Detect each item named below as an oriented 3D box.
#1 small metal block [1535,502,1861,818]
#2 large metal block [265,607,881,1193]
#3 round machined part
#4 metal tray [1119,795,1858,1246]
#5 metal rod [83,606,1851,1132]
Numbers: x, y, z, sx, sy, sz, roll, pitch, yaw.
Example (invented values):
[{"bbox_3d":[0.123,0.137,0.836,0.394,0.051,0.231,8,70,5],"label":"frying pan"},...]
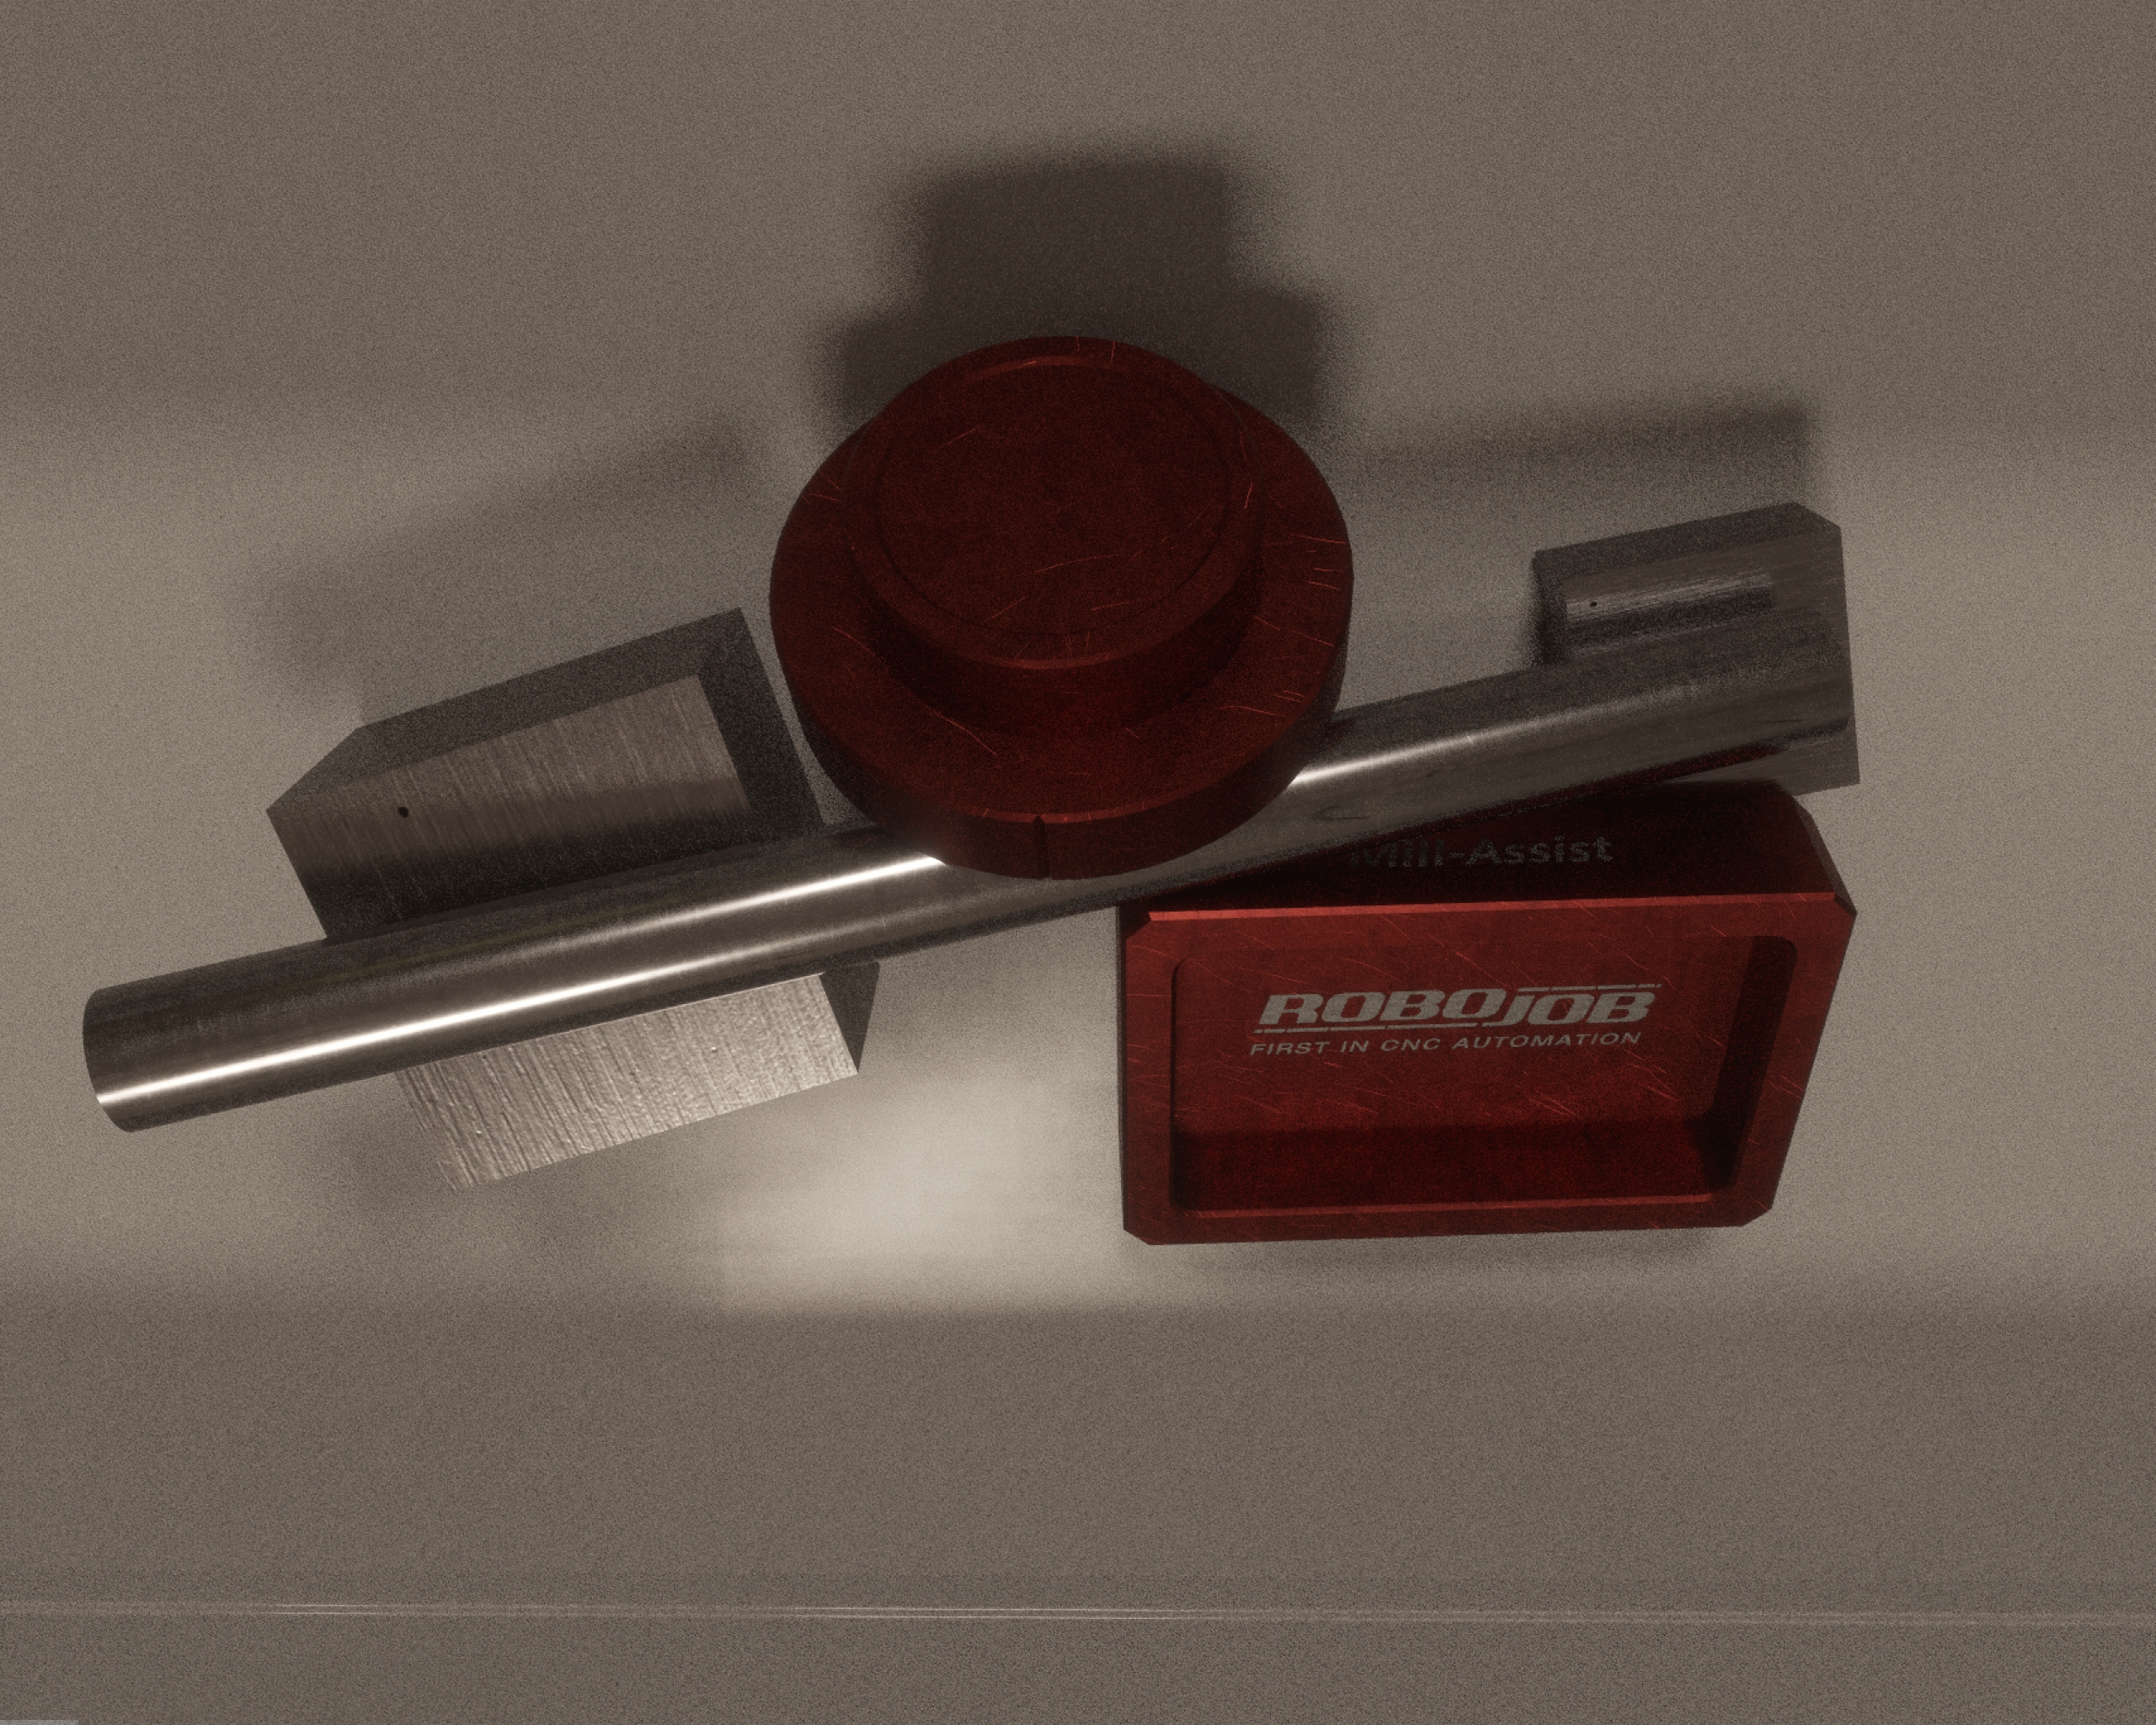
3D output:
[{"bbox_3d":[0.118,-0.037,0.397,0.050,0.025,0.050,-11,110,3],"label":"small metal block"},{"bbox_3d":[-0.091,0.006,0.396,0.080,0.050,0.080,-17,110,5],"label":"large metal block"},{"bbox_3d":[-0.003,-0.049,0.350,0.099,0.098,0.042,-4,151,1],"label":"round machined part"},{"bbox_3d":[0.073,0.032,0.405,0.131,0.030,0.089,-2,130,-1],"label":"metal tray"},{"bbox_3d":[-0.015,0.000,0.362,0.302,0.025,0.025,-13,110,-4],"label":"metal rod"}]
